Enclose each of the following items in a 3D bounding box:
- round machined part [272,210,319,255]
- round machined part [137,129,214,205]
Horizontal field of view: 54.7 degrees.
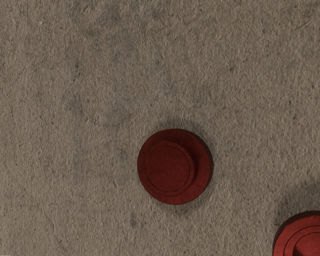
[{"bbox_3d":[0.175,0.139,0.338,0.098,0.042,0.097,0,90,19],"label":"round machined part"},{"bbox_3d":[0.015,0.050,0.394,0.098,0.042,0.097,0,90,19],"label":"round machined part"}]
